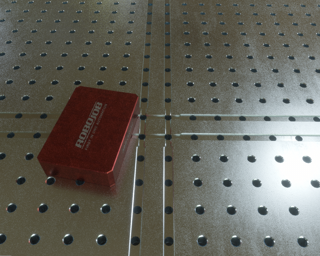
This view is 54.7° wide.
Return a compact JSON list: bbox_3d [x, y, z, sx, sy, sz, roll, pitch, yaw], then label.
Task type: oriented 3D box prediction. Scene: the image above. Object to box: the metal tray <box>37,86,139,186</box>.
[{"bbox_3d":[-0.085,0.005,0.399,0.090,0.030,0.130,9,50,7],"label":"metal tray"}]
